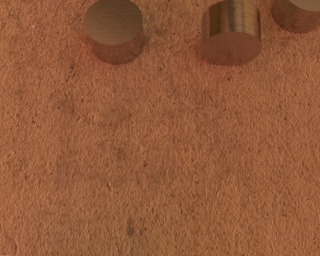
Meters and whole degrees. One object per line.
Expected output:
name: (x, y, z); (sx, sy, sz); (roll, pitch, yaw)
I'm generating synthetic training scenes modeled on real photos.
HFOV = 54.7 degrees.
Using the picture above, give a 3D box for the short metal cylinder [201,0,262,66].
short metal cylinder: (0.097, -0.128, 0.426); (0.080, 0.080, 0.050); (4, 70, 1)

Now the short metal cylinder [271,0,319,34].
short metal cylinder: (0.216, -0.191, 0.466); (0.081, 0.050, 0.080); (0, 70, 0)

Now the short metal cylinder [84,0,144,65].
short metal cylinder: (-0.064, -0.139, 0.445); (0.081, 0.050, 0.080); (0, 70, 0)
